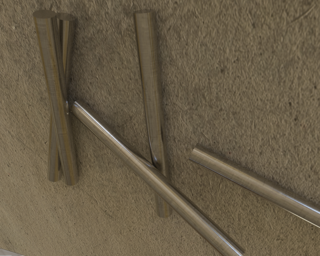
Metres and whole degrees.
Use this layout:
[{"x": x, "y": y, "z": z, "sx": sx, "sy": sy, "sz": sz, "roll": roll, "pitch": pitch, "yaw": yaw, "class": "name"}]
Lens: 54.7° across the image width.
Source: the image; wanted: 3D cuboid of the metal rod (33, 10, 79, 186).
[{"x": -0.143, "y": -0.018, "z": 0.447, "sx": 0.025, "sy": 0.025, "sz": 0.298, "roll": 21, "pitch": 134, "yaw": 15, "class": "metal rod"}]

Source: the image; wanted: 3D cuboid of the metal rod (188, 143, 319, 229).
[{"x": 0.175, "y": 0.098, "z": 0.375, "sx": 0.301, "sy": 0.025, "sz": 0.025, "roll": 27, "pitch": 128, "yaw": 11, "class": "metal rod"}]

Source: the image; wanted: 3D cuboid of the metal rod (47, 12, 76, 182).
[{"x": -0.155, "y": -0.025, "z": 0.472, "sx": 0.025, "sy": 0.025, "sz": 0.298, "roll": 27, "pitch": 128, "yaw": 11, "class": "metal rod"}]

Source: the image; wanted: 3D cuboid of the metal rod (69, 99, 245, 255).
[{"x": -0.013, "y": 0.064, "z": 0.418, "sx": 0.300, "sy": 0.025, "sz": 0.025, "roll": 41, "pitch": 130, "yaw": 13, "class": "metal rod"}]

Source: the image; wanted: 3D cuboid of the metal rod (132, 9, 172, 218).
[{"x": -0.005, "y": 0.002, "z": 0.410, "sx": 0.025, "sy": 0.025, "sz": 0.298, "roll": 9, "pitch": 122, "yaw": 23, "class": "metal rod"}]
